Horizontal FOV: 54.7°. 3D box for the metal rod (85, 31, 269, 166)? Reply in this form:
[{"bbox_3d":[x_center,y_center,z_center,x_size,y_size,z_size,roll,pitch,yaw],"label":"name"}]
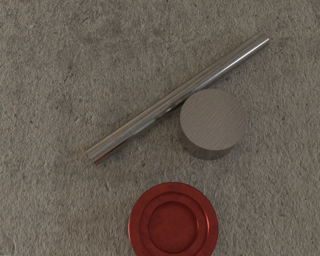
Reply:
[{"bbox_3d":[0.032,-0.047,0.425,0.301,0.025,0.025,-35,74,-12],"label":"metal rod"}]

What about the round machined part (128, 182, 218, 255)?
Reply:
[{"bbox_3d":[0.015,0.114,0.358,0.099,0.042,0.098,0,70,-1],"label":"round machined part"}]

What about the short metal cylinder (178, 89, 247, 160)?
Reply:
[{"bbox_3d":[0.064,-0.003,0.397,0.081,0.050,0.080,0,70,0],"label":"short metal cylinder"}]
